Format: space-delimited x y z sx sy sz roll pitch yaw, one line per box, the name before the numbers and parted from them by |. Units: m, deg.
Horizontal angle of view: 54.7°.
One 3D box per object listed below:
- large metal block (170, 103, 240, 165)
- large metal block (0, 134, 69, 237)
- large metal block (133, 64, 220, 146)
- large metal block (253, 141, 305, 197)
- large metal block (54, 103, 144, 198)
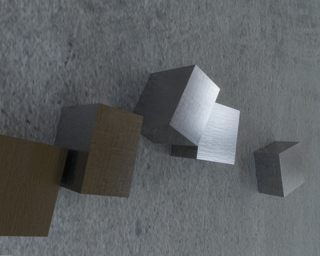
large metal block | 0.067 0.007 0.447 0.081 0.050 0.080 13 82 -40
large metal block | -0.138 0.048 0.274 0.080 0.050 0.080 18 79 -39
large metal block | 0.016 -0.026 0.384 0.050 0.080 0.080 37 67 -34
large metal block | 0.224 0.074 0.581 0.081 0.050 0.079 -17 101 -39
large metal block | -0.068 0.022 0.314 0.050 0.080 0.080 16 80 -39
